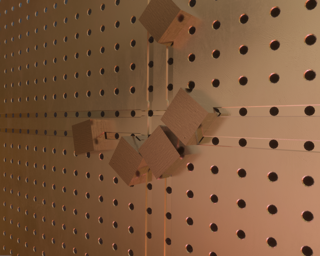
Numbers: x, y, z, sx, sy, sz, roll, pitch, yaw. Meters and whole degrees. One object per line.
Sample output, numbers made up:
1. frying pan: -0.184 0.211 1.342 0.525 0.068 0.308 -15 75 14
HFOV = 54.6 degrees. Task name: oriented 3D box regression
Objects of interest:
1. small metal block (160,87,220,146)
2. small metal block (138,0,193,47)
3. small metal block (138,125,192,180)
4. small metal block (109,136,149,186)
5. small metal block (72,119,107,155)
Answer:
1. small metal block: 0.036 -0.014 0.381 0.050 0.025 0.050 47 118 29
2. small metal block: 0.006 -0.144 0.406 0.050 0.025 0.050 -50 61 28
3. small metal block: 0.005 0.031 0.406 0.050 0.025 0.050 -49 61 29
4. small metal block: -0.041 0.046 0.445 0.050 0.025 0.050 42 115 32
5. small metal block: -0.116 0.015 0.507 0.050 0.025 0.050 -15 81 39
